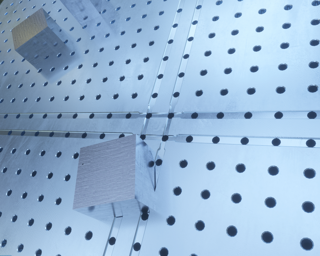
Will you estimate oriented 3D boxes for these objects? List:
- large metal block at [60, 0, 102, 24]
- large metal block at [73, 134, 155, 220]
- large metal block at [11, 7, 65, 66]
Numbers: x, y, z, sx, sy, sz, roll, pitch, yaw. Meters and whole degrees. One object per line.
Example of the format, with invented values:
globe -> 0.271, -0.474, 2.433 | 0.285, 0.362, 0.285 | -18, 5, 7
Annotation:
large metal block -> -0.161, -0.273, 0.622 | 0.050, 0.080, 0.080 | -16, 55, 19
large metal block -> -0.054, 0.062, 0.381 | 0.080, 0.050, 0.080 | -14, 56, 19
large metal block -> -0.251, -0.187, 0.635 | 0.080, 0.050, 0.080 | -33, 52, 6
